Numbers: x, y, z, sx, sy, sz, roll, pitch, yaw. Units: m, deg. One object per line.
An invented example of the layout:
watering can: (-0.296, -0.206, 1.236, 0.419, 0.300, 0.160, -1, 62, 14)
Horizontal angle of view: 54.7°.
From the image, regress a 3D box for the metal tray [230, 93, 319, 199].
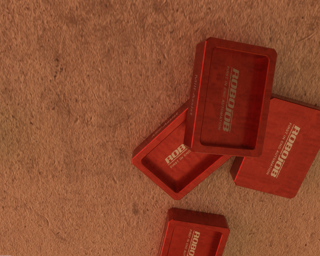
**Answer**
metal tray: (0.160, 0.025, 0.418, 0.091, 0.030, 0.129, 15, 109, -6)

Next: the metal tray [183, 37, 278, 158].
metal tray: (0.083, -0.034, 0.368, 0.091, 0.030, 0.129, 6, 95, -14)

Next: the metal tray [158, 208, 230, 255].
metal tray: (0.046, 0.191, 0.477, 0.091, 0.030, 0.129, 10, 110, -4)

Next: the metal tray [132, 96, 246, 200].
metal tray: (0.038, 0.026, 0.416, 0.130, 0.030, 0.090, -43, 105, 14)
